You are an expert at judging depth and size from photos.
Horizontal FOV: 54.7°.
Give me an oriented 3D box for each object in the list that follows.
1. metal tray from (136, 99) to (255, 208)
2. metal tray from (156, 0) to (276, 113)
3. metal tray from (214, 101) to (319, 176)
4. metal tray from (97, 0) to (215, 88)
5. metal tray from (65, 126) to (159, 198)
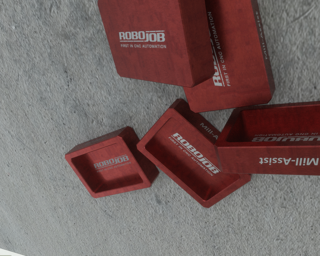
[{"bbox_3d":[0.044,0.036,0.402,0.130,0.030,0.090,41,129,-1],"label":"metal tray"},{"bbox_3d":[0.059,-0.084,0.320,0.090,0.030,0.129,-7,115,31],"label":"metal tray"},{"bbox_3d":[0.129,0.007,0.301,0.130,0.090,0.030,-3,117,29],"label":"metal tray"},{"bbox_3d":[-0.008,-0.094,0.316,0.130,0.030,0.089,18,130,48],"label":"metal tray"},{"bbox_3d":[-0.076,0.057,0.479,0.130,0.030,0.090,-19,109,35],"label":"metal tray"}]
